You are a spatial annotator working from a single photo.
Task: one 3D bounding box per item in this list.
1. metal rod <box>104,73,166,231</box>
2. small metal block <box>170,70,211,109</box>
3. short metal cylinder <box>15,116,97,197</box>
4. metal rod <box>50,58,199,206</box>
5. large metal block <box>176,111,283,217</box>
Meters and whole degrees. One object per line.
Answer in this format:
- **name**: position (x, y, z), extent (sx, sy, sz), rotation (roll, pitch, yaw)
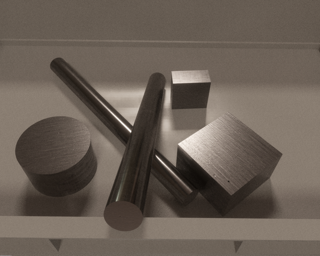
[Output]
- **metal rod**: position (-0.014, -0.008, 0.332), extent (0.025, 0.025, 0.301), rotation (3, 25, 2)
- **small metal block**: position (0.041, -0.053, 0.434), extent (0.050, 0.050, 0.025), rotation (-3, 50, -3)
- **short metal cylinder**: position (-0.117, 0.032, 0.360), extent (0.081, 0.050, 0.080), rotation (0, 50, 0)
- **metal rod**: position (-0.063, -0.011, 0.413), extent (0.025, 0.025, 0.300), rotation (-33, 58, -25)
- **large metal block**: position (0.076, 0.039, 0.357), extent (0.081, 0.050, 0.080), rotation (-31, 57, -24)
